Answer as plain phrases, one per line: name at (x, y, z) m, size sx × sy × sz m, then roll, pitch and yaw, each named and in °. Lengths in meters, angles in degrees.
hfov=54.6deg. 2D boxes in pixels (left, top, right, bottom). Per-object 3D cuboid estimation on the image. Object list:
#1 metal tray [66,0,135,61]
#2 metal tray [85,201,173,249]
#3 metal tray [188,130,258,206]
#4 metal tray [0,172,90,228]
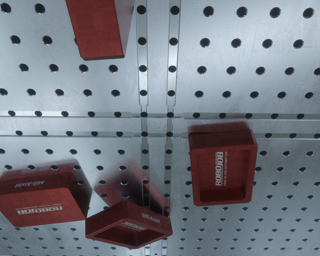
metal tray at (-0.043, -0.122, 0.239) m, size 0.030 × 0.130 × 0.090 m, roll -3°, pitch 130°, yaw 3°
metal tray at (-0.051, 0.170, 0.531) m, size 0.090 × 0.030 × 0.130 m, roll -30°, pitch 139°, yaw 23°
metal tray at (0.092, 0.064, 0.462) m, size 0.090 × 0.030 × 0.129 m, roll -5°, pitch 130°, yaw 4°
metal tray at (-0.194, 0.121, 0.509) m, size 0.131 × 0.030 × 0.090 m, roll -8°, pitch 130°, yaw 6°
